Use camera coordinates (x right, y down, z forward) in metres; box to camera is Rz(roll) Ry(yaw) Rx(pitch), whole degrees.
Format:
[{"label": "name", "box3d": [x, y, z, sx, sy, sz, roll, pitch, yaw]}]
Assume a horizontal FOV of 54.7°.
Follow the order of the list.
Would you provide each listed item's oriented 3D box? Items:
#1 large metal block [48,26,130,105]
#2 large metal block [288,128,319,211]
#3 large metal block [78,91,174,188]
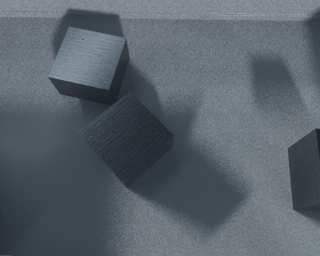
[{"label": "large metal block", "box3d": [-0.093, -0.084, 0.426, 0.080, 0.050, 0.080, 13, 71, 4]}, {"label": "large metal block", "box3d": [0.194, 0.053, 0.362, 0.050, 0.080, 0.080, 3, 70, 1]}, {"label": "large metal block", "box3d": [-0.040, 0.015, 0.390, 0.080, 0.050, 0.080, -41, 75, -13]}]
